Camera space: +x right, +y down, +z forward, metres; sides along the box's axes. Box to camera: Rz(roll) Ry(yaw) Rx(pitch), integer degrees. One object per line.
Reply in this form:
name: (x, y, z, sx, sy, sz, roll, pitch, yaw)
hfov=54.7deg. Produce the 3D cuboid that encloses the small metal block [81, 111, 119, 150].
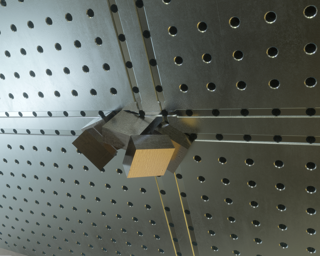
small metal block: (-0.080, 0.009, 0.457, 0.050, 0.025, 0.050, -21, 108, 35)

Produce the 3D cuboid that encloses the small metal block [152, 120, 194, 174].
small metal block: (0.011, 0.026, 0.421, 0.050, 0.025, 0.050, 31, 128, 7)

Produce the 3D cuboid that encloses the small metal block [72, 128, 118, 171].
small metal block: (-0.086, 0.027, 0.419, 0.025, 0.050, 0.050, -45, 94, 1)

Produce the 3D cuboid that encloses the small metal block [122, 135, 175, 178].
small metal block: (-0.015, 0.035, 0.389, 0.050, 0.025, 0.050, 0, 131, -25)

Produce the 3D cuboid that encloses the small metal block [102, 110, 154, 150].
small metal block: (-0.043, 0.004, 0.418, 0.050, 0.050, 0.025, 17, 125, 18)
